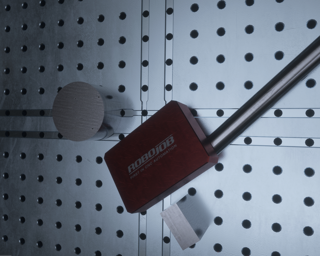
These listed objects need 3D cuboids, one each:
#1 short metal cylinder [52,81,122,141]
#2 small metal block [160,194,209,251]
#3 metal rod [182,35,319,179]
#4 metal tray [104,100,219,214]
[{"bbox_3d":[-0.101,-0.022,0.434,0.080,0.050,0.079,0,90,19],"label":"short metal cylinder"},{"bbox_3d":[0.031,0.116,0.388,0.025,0.050,0.050,-37,79,16],"label":"small metal block"},{"bbox_3d":[0.131,-0.040,0.366,0.299,0.025,0.025,-44,77,14],"label":"metal rod"},{"bbox_3d":[-0.003,0.038,0.394,0.130,0.030,0.090,-38,65,21],"label":"metal tray"}]
